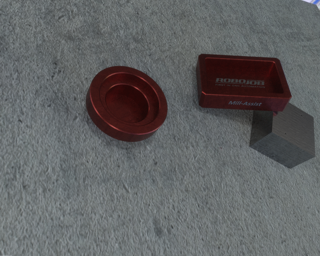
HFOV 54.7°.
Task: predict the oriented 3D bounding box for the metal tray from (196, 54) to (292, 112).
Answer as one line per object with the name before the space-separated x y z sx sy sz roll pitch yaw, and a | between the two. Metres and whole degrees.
metal tray | 0.125 -0.071 0.478 0.131 0.030 0.090 3 52 -2

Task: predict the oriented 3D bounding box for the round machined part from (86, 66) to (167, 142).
round machined part | -0.044 -0.026 0.386 0.099 0.042 0.098 14 56 -21

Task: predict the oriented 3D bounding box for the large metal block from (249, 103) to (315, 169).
large metal block | 0.194 0.006 0.492 0.080 0.050 0.080 28 52 -11
